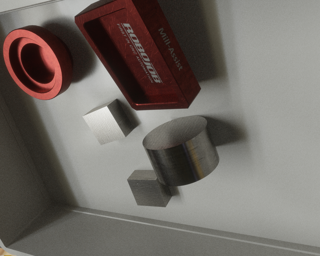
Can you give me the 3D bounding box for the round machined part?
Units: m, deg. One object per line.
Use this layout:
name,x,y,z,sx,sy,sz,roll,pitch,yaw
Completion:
round machined part,-0.160,-0.091,0.423,0.098,0.042,0.097,13,124,20

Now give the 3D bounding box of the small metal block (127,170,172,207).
small metal block,-0.015,0.092,0.472,0.050,0.025,0.050,-4,116,30

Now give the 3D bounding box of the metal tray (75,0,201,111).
metal tray,-0.022,-0.078,0.335,0.090,0.030,0.130,1,134,42

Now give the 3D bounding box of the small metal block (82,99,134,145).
small metal block,-0.073,-0.008,0.441,0.050,0.025,0.050,-18,109,34

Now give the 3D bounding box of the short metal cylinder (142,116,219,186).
short metal cylinder,0.026,0.026,0.375,0.080,0.080,0.050,-8,114,31
